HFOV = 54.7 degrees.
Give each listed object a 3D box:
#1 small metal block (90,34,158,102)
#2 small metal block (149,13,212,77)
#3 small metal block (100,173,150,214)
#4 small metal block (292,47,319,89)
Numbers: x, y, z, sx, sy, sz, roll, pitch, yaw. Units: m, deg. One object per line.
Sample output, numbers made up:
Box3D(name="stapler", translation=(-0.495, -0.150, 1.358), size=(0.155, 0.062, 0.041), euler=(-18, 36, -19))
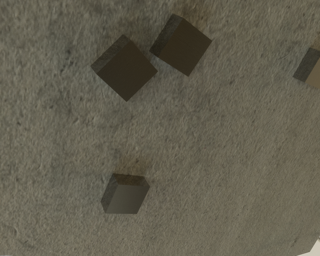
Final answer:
Box3D(name="small metal block", translation=(-0.039, -0.066, 0.346), size=(0.050, 0.025, 0.050), euler=(-44, 130, 2))
Box3D(name="small metal block", translation=(0.024, -0.096, 0.362), size=(0.050, 0.025, 0.050), euler=(25, 105, -37))
Box3D(name="small metal block", translation=(-0.049, 0.094, 0.440), size=(0.050, 0.025, 0.050), euler=(12, 112, -34))
Box3D(name="small metal block", translation=(0.246, -0.093, 0.487), size=(0.050, 0.025, 0.050), euler=(11, 113, -34))
